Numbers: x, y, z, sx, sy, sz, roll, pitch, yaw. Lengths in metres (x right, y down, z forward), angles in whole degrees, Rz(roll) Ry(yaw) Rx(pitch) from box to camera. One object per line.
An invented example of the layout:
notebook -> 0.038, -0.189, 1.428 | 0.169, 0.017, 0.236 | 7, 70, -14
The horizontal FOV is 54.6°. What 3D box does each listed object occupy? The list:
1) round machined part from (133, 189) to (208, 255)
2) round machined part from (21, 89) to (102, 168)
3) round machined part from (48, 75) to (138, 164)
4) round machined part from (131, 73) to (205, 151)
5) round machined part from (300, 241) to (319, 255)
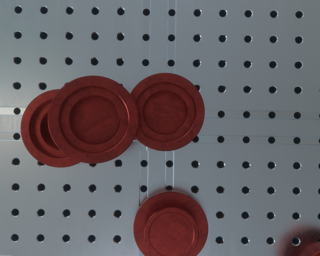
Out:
round machined part -> 0.014, 0.133, 0.405 | 0.099, 0.042, 0.097 | 0, 90, 0
round machined part -> -0.123, 0.000, 0.404 | 0.099, 0.042, 0.097 | 0, 90, 0
round machined part -> -0.076, -0.009, 0.362 | 0.099, 0.042, 0.097 | 0, 89, -8
round machined part -> 0.007, -0.020, 0.405 | 0.099, 0.042, 0.097 | 0, 90, 0
round machined part -> 0.223, 0.195, 0.406 | 0.099, 0.042, 0.097 | 0, 90, 0
